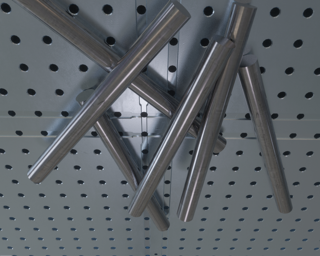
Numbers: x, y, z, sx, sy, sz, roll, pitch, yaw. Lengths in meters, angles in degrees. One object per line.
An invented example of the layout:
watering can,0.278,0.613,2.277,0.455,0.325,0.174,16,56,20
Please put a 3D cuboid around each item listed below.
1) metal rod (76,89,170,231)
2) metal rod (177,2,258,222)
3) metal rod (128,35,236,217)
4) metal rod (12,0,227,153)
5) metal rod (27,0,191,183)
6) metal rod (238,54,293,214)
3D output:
metal rod,-0.042,0.068,0.468,0.025,0.025,0.299,-15,129,12
metal rod,0.061,0.004,0.384,0.025,0.025,0.298,7,121,-6
metal rod,0.012,0.022,0.395,0.025,0.025,0.298,15,129,-13
metal rod,-0.026,-0.054,0.364,0.301,0.025,0.025,36,121,-27
metal rod,-0.076,-0.022,0.357,0.025,0.025,0.299,32,123,-25
metal rod,0.154,0.030,0.437,0.025,0.025,0.299,-18,128,14
